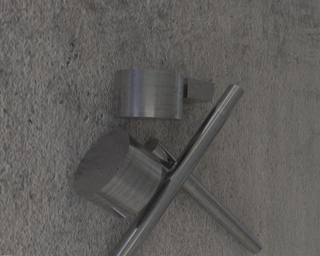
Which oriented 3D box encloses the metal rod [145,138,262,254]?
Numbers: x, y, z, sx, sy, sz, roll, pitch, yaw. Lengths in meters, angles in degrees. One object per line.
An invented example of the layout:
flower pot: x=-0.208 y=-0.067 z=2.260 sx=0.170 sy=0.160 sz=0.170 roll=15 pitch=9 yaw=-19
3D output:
metal rod: x=0.078 y=0.116 z=0.469 sx=0.300 sy=0.025 sz=0.025 roll=46 pitch=63 yaw=-30

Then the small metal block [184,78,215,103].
small metal block: x=0.038 y=-0.049 z=0.420 sx=0.050 sy=0.050 sz=0.025 roll=4 pitch=88 yaw=-40

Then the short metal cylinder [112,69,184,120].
short metal cylinder: x=-0.014 y=-0.035 z=0.357 sx=0.081 sy=0.080 sz=0.050 roll=3 pitch=88 yaw=-40

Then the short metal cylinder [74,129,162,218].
short metal cylinder: x=-0.045 y=0.048 z=0.331 sx=0.050 sy=0.080 sz=0.080 roll=43 pitch=64 yaw=-32

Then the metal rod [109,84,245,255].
metal rod: x=0.020 y=0.063 z=0.390 sx=0.025 sy=0.025 sz=0.300 roll=46 pitch=72 yaw=-30
